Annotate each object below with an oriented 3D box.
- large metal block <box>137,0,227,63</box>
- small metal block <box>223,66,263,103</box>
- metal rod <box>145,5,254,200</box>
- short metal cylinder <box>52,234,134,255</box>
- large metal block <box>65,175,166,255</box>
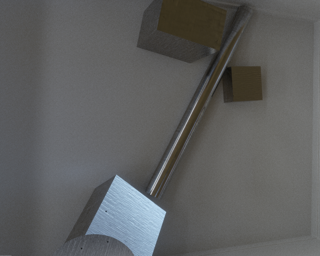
[{"bbox_3d":[0.024,-0.124,0.391,0.081,0.080,0.050,12,86,-20],"label":"large metal block"},{"bbox_3d":[0.121,-0.064,0.457,0.050,0.025,0.050,-5,92,-20],"label":"small metal block"},{"bbox_3d":[0.059,-0.042,0.433,0.025,0.025,0.299,31,80,-18],"label":"metal rod"},{"bbox_3d":[-0.062,0.146,0.280,0.081,0.080,0.050,1,123,-20],"label":"short metal cylinder"},{"bbox_3d":[-0.049,0.116,0.361,0.080,0.050,0.080,41,42,-16],"label":"large metal block"}]
